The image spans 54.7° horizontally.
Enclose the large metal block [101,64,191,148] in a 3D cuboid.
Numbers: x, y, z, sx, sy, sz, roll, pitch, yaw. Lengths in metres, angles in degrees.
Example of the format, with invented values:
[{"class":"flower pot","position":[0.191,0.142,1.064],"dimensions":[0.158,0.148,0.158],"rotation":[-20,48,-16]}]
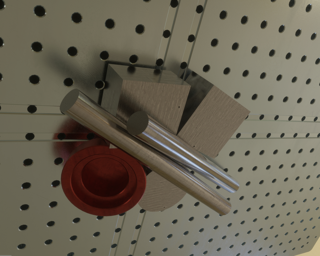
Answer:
[{"class":"large metal block","position":[-0.021,-0.024,0.360],"dimensions":[0.081,0.050,0.079],"rotation":[1,118,-29]}]

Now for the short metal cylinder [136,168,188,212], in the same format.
[{"class":"short metal cylinder","position":[-0.004,0.068,0.429],"dimensions":[0.081,0.050,0.079],"rotation":[-14,124,-21]}]

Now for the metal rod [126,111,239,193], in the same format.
[{"class":"metal rod","position":[0.052,0.048,0.416],"dimensions":[0.025,0.025,0.301],"rotation":[-48,144,5]}]

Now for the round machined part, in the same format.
[{"class":"round machined part","position":[-0.066,0.056,0.380],"dimensions":[0.099,0.042,0.097],"rotation":[-1,113,-3]}]

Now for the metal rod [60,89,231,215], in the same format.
[{"class":"metal rod","position":[0.008,0.048,0.374],"dimensions":[0.025,0.025,0.301],"rotation":[-47,130,5]}]

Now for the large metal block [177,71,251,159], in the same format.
[{"class":"large metal block","position":[0.058,-0.016,0.411],"dimensions":[0.080,0.050,0.080],"rotation":[27,104,-38]}]
